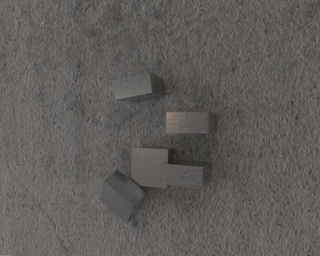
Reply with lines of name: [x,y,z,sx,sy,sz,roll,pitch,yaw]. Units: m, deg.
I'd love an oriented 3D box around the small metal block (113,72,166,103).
small metal block: [-0.026,-0.051,0.405,0.050,0.050,0.025,-9,87,20]

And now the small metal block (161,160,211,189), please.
small metal block: [0.033,0.056,0.384,0.050,0.050,0.025,2,91,20]

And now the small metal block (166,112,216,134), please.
small metal block: [0.040,-0.006,0.382,0.050,0.050,0.025,0,90,20]

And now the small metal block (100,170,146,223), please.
small metal block: [-0.050,0.092,0.414,0.050,0.025,0.050,36,138,16]

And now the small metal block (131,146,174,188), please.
small metal block: [-0.010,0.051,0.412,0.050,0.025,0.050,2,91,20]
